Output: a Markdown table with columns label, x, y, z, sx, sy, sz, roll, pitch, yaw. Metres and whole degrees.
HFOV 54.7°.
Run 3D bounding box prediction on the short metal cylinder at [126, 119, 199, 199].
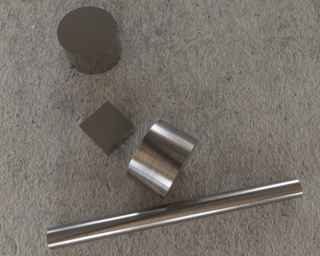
| label | x | y | z | sx | sy | sz | roll | pitch | yaw |
| --- | --- | --- | --- | --- | --- | --- | --- | --- | --- |
| short metal cylinder | 0.004 | 0.037 | 0.365 | 0.050 | 0.080 | 0.080 | 30 | 73 | 10 |

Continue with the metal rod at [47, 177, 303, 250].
| label | x | y | z | sx | sy | sz | roll | pitch | yaw |
| --- | --- | --- | --- | --- | --- | --- | --- | --- | --- |
| metal rod | 0.021 | 0.101 | 0.371 | 0.302 | 0.025 | 0.025 | -11 | 71 | -4 |

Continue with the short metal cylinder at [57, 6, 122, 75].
| label | x | y | z | sx | sy | sz | roll | pitch | yaw |
| --- | --- | --- | --- | --- | --- | --- | --- | --- | --- |
| short metal cylinder | -0.098 | -0.123 | 0.439 | 0.081 | 0.050 | 0.080 | 0 | 70 | 0 |

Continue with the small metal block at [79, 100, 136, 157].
| label | x | y | z | sx | sy | sz | roll | pitch | yaw |
| --- | --- | --- | --- | --- | --- | --- | --- | --- | --- |
| small metal block | -0.068 | 0.001 | 0.407 | 0.050 | 0.025 | 0.050 | 43 | 75 | 14 |
